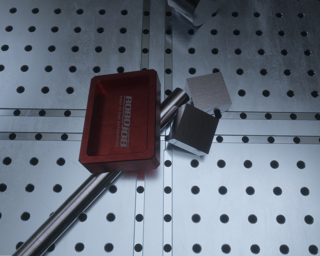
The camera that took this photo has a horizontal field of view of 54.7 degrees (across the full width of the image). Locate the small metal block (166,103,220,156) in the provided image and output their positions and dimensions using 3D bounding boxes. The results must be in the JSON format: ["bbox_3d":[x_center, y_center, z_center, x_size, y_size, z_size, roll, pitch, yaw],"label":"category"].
[{"bbox_3d":[0.043,0.003,0.401,0.050,0.025,0.050,25,73,-15],"label":"small metal block"}]

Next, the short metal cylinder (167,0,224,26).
[{"bbox_3d":[0.057,-0.199,0.456,0.050,0.080,0.080,43,75,13],"label":"short metal cylinder"}]

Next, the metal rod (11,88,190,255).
[{"bbox_3d":[-0.069,0.058,0.389,0.025,0.025,0.301,40,74,13],"label":"metal rod"}]

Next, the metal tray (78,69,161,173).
[{"bbox_3d":[-0.046,-0.011,0.391,0.090,0.030,0.130,-5,59,9],"label":"metal tray"}]

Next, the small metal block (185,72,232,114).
[{"bbox_3d":[0.066,-0.046,0.429,0.050,0.025,0.050,-12,71,-5],"label":"small metal block"}]
